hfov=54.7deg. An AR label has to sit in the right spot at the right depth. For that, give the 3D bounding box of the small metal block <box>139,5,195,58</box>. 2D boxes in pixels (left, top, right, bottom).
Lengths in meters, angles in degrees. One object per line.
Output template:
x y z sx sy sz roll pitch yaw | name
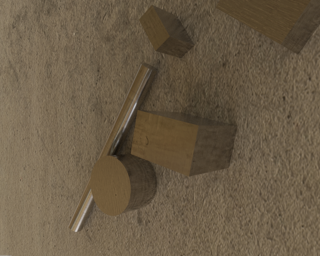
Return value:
0.009 -0.117 0.381 0.025 0.050 0.050 -39 66 33 | small metal block

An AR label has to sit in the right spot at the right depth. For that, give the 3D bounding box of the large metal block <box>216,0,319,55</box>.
0.115 -0.128 0.294 0.080 0.050 0.080 44 117 31 | large metal block

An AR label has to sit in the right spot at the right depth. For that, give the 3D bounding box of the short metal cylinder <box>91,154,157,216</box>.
-0.051 0.076 0.431 0.080 0.050 0.080 0 90 40 | short metal cylinder

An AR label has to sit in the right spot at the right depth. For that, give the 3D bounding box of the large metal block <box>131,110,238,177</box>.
0.027 0.013 0.347 0.080 0.081 0.050 16 100 39 | large metal block

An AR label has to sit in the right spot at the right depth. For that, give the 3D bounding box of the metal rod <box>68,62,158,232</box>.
-0.078 0.041 0.469 0.025 0.025 0.298 41 115 32 | metal rod
